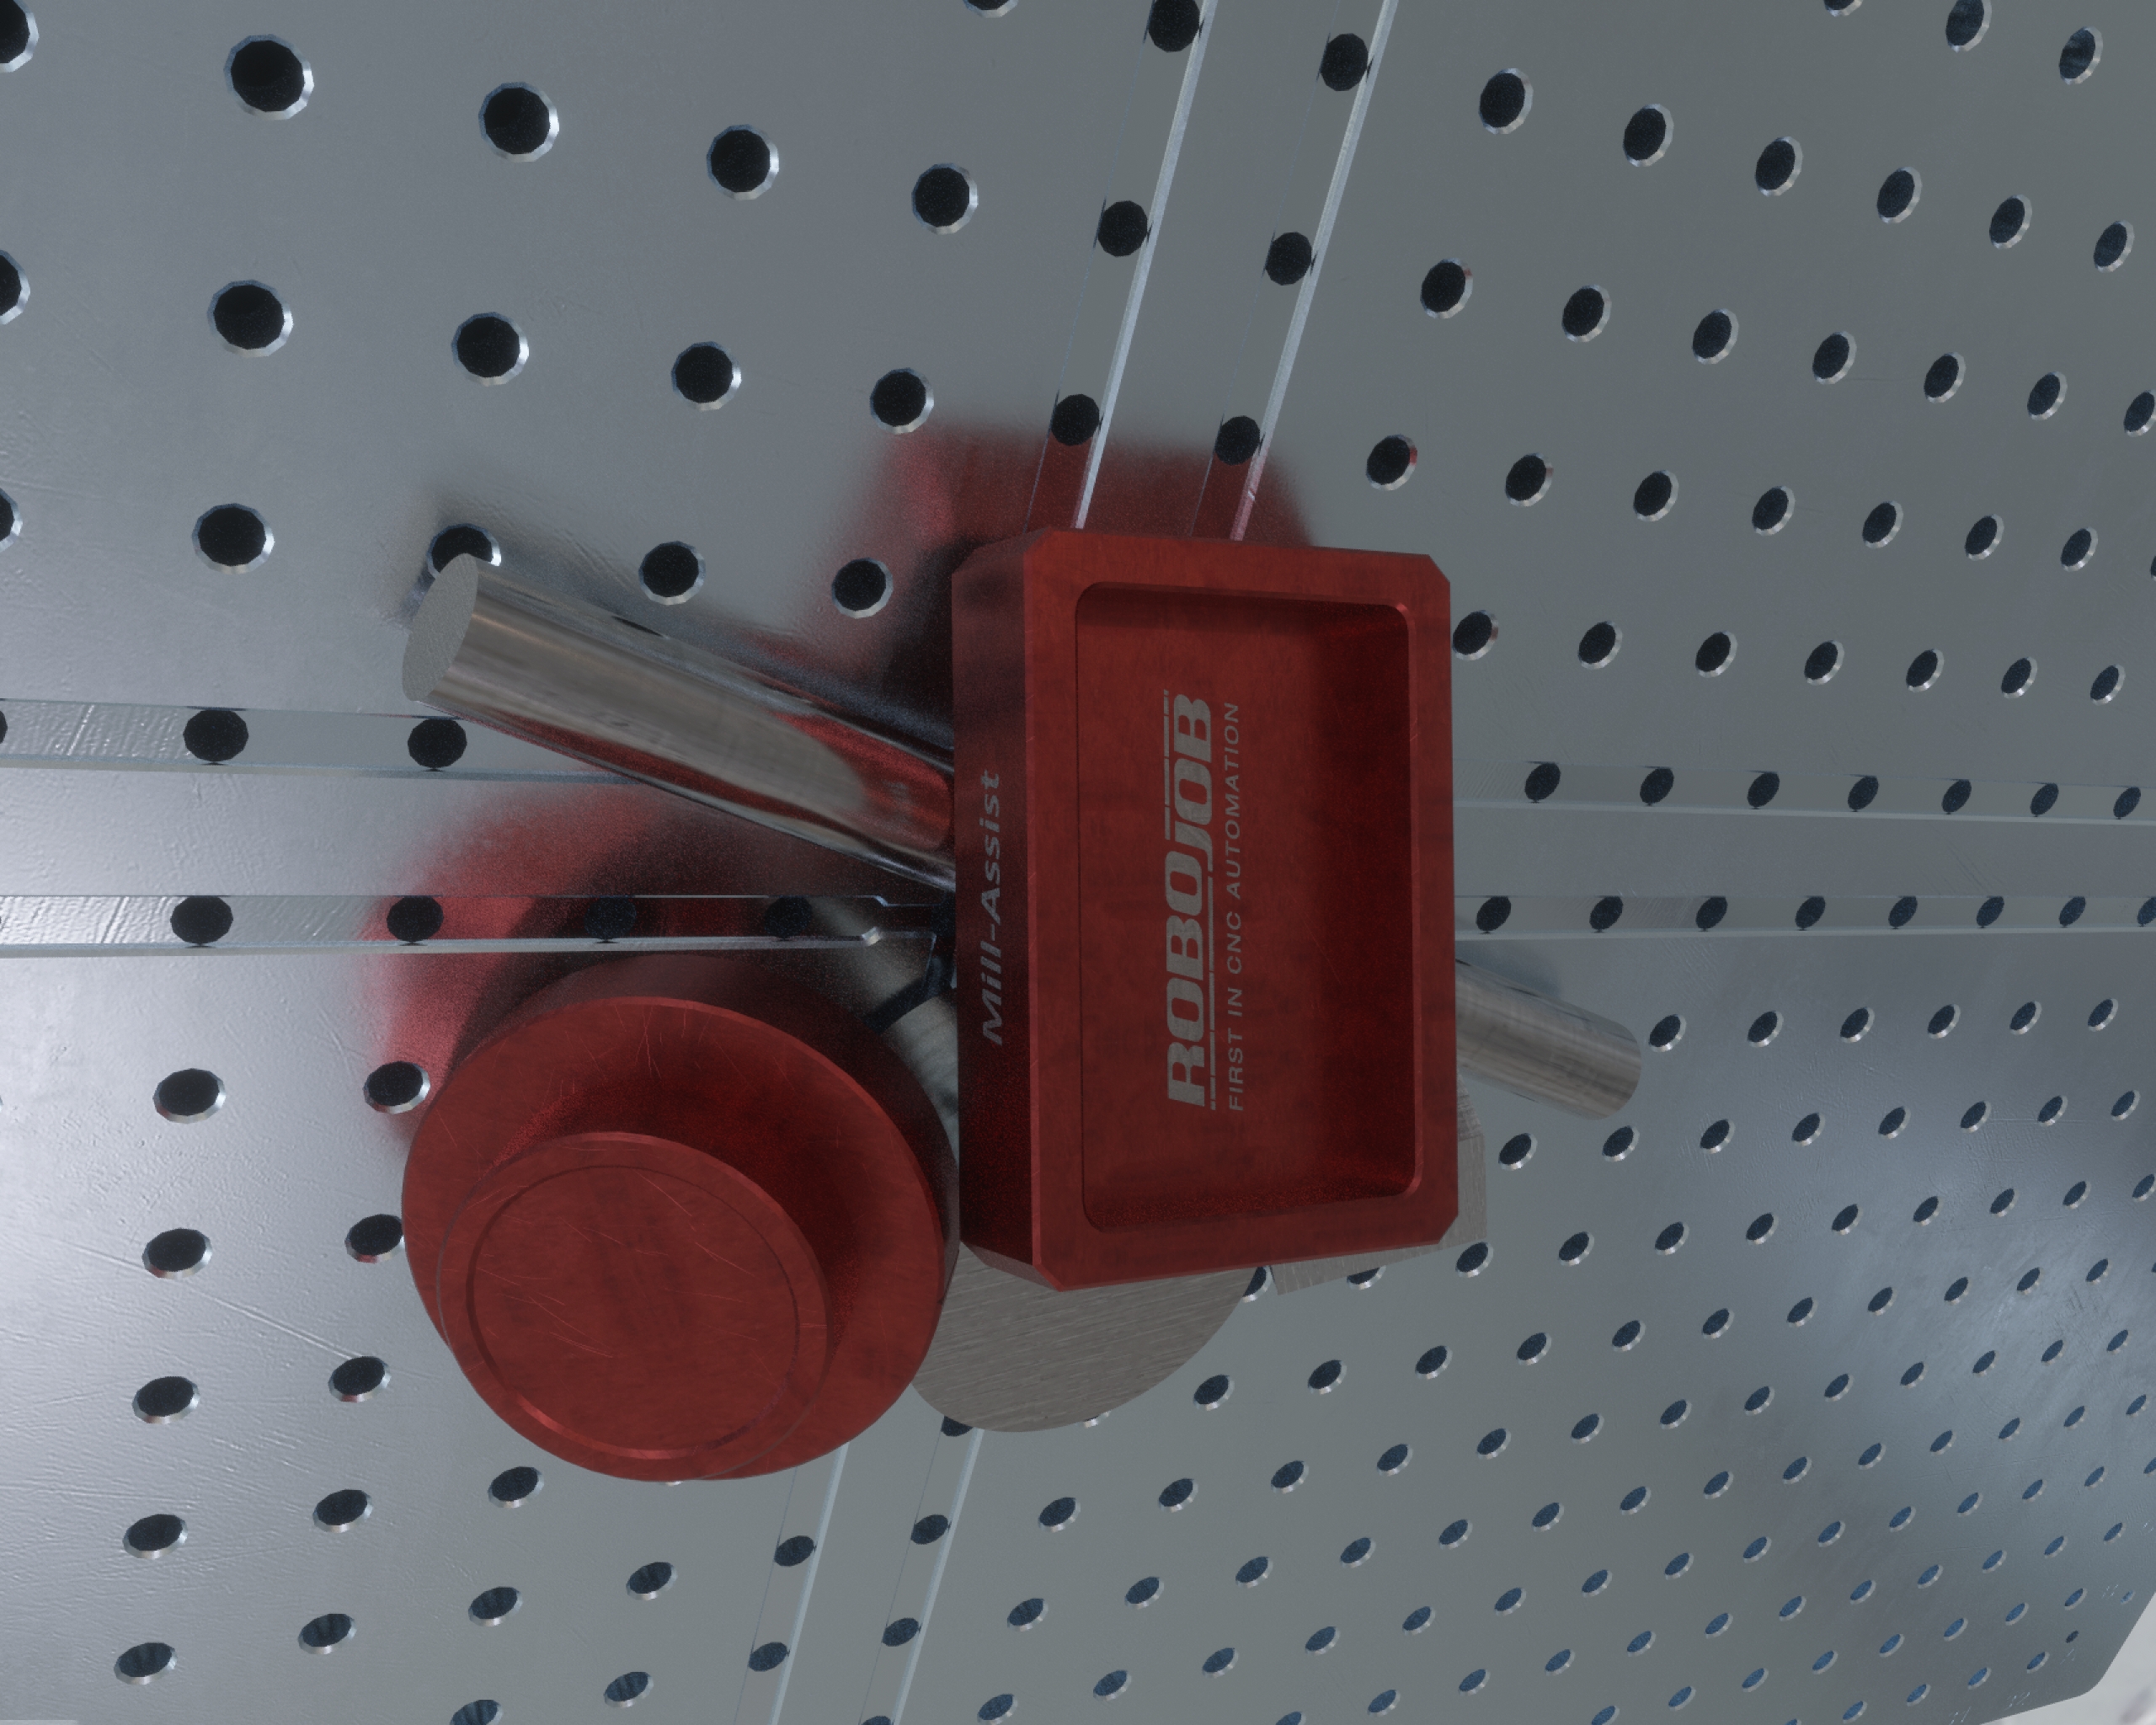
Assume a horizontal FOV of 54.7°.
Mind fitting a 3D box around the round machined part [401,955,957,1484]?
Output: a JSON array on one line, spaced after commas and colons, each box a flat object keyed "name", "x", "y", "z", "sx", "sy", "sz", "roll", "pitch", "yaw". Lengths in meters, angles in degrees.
[{"name": "round machined part", "x": -0.072, "y": 0.069, "z": 0.368, "sx": 0.099, "sy": 0.042, "sz": 0.097, "roll": 2, "pitch": 110, "yaw": 6}]

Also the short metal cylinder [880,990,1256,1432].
[{"name": "short metal cylinder", "x": -0.008, "y": 0.069, "z": 0.429, "sx": 0.081, "sy": 0.050, "sz": 0.079, "roll": -14, "pitch": 124, "yaw": -21}]

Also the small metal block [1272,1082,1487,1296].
[{"name": "small metal block", "x": 0.064, "y": 0.069, "z": 0.470, "sx": 0.050, "sy": 0.025, "sz": 0.050, "roll": -16, "pitch": 143, "yaw": 0}]

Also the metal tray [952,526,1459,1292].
[{"name": "metal tray", "x": 0.025, "y": 0.007, "z": 0.383, "sx": 0.091, "sy": 0.030, "sz": 0.129, "roll": -1, "pitch": 90, "yaw": -29}]

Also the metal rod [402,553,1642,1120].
[{"name": "metal rod", "x": 0.013, "y": 0.007, "z": 0.418, "sx": 0.302, "sy": 0.025, "sz": 0.025, "roll": 21, "pitch": 107, "yaw": -36}]
